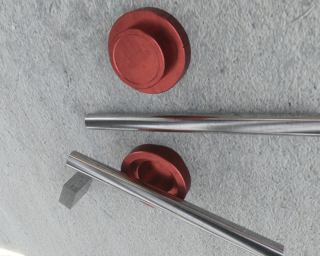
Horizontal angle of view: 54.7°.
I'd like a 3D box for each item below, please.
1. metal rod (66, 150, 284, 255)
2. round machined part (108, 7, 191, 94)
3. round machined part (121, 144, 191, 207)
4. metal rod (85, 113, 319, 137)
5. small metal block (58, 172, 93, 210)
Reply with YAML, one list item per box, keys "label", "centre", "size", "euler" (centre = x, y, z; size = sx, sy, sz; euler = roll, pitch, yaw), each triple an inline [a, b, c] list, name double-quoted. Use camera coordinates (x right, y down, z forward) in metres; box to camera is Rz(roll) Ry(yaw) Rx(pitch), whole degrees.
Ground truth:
- label: "metal rod"
  centre: [0.009, 0.098, 0.408]
  size: [0.301, 0.025, 0.025]
  euler: [22, 127, 14]
- label: "round machined part"
  centre: [-0.018, -0.083, 0.354]
  size: [0.098, 0.042, 0.097]
  euler: [13, 124, 21]
- label: "round machined part"
  centre: [-0.002, 0.063, 0.436]
  size: [0.098, 0.042, 0.097]
  euler: [13, 124, 21]
- label: "metal rod"
  centre: [0.032, -0.006, 0.385]
  size: [0.300, 0.025, 0.025]
  euler: [1, 119, 27]
- label: "small metal block"
  centre: [-0.143, 0.103, 0.529]
  size: [0.025, 0.050, 0.050]
  euler: [33, 129, 6]
